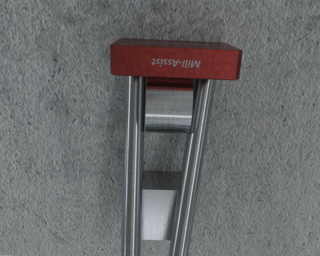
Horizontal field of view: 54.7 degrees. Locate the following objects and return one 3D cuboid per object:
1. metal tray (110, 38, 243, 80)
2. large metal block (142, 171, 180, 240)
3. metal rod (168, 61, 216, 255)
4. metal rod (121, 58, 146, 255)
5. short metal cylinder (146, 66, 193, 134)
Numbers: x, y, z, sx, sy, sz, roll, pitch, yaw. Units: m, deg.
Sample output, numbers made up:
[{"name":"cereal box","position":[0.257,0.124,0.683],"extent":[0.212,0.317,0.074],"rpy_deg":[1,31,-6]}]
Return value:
[{"name":"metal tray","position":[0.016,-0.079,0.347],"extent":[0.131,0.090,0.030],"rpy_deg":[2,110,-1]},{"name":"large metal block","position":[0.002,0.108,0.435],"extent":[0.081,0.050,0.079],"rpy_deg":[2,110,-1]},{"name":"metal rod","position":[0.038,0.063,0.385],"extent":[0.025,0.025,0.298],"rpy_deg":[8,95,-3]},{"name":"metal rod","position":[-0.033,0.060,0.384],"extent":[0.025,0.025,0.298],"rpy_deg":[2,95,-1]},{"name":"short metal cylinder","position":[0.009,-0.033,0.370],"extent":[0.050,0.080,0.079],"rpy_deg":[2,110,-2]}]
